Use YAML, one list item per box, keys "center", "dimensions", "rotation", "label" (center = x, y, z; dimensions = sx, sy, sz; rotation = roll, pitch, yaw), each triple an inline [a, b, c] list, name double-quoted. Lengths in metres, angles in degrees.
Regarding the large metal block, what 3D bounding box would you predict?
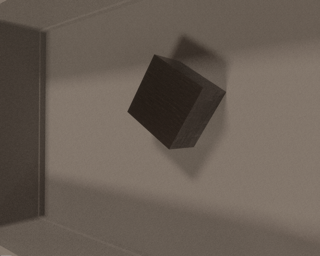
- center: [0.018, -0.031, 0.374]
  dimensions: [0.080, 0.050, 0.079]
  rotation: [41, 115, 32]
  label: "large metal block"
